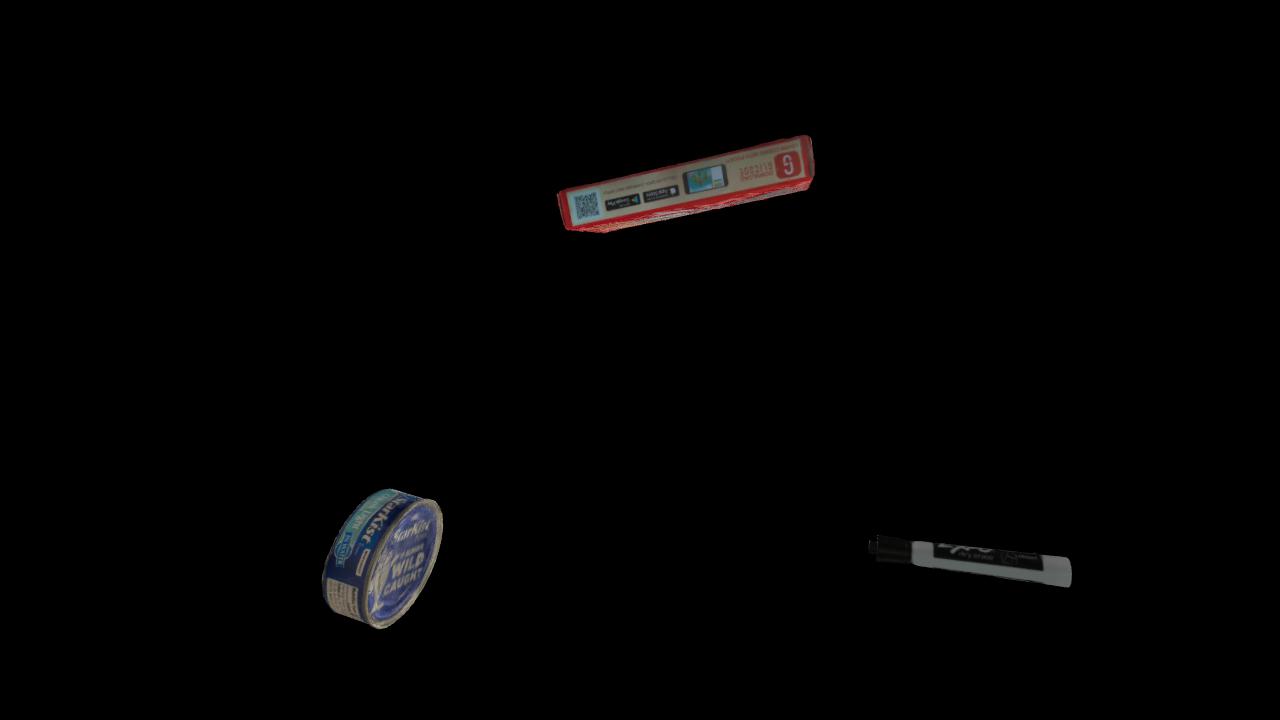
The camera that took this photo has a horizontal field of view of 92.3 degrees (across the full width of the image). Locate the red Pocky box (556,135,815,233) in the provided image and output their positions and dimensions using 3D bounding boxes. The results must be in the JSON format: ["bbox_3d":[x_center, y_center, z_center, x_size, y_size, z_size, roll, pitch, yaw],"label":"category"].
[{"bbox_3d":[0.033,-0.110,0.400,0.155,0.028,0.083,-8,10,15],"label":"red Pocky box"}]

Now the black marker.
[{"bbox_3d":[0.220,0.136,0.419,0.121,0.020,0.020,1,0,23],"label":"black marker"}]

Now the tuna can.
[{"bbox_3d":[-0.167,0.129,0.406,0.034,0.084,0.084,14,3,11],"label":"tuna can"}]
